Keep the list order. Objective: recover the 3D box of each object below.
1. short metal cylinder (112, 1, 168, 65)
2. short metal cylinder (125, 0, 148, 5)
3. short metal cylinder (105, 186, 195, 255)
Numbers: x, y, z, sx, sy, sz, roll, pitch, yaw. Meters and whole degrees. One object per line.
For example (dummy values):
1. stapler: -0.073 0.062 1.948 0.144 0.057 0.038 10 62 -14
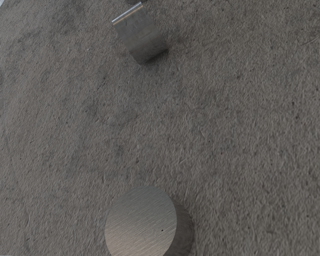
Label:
1. short metal cylinder: -0.029 -0.143 0.472 0.050 0.080 0.080 -30 52 9
2. short metal cylinder: -0.043 -0.281 0.583 0.080 0.050 0.080 -13 56 21
3. short metal cylinder: -0.010 0.107 0.327 0.080 0.050 0.080 -13 56 21
